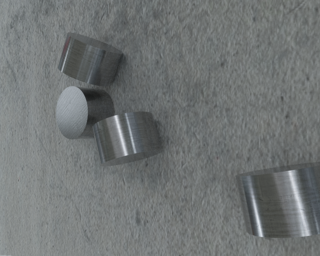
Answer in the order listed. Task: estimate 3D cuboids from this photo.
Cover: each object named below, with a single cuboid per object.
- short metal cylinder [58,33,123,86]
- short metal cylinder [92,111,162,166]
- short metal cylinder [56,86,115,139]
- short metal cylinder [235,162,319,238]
[{"bbox_3d":[-0.101,-0.100,0.450,0.080,0.081,0.050,35,112,34],"label":"short metal cylinder"},{"bbox_3d":[-0.043,0.016,0.402,0.080,0.081,0.050,-23,76,37],"label":"short metal cylinder"},{"bbox_3d":[-0.117,-0.023,0.482,0.080,0.050,0.079,0,90,39],"label":"short metal cylinder"},{"bbox_3d":[0.113,0.061,0.275,0.080,0.081,0.050,-15,80,38],"label":"short metal cylinder"}]
